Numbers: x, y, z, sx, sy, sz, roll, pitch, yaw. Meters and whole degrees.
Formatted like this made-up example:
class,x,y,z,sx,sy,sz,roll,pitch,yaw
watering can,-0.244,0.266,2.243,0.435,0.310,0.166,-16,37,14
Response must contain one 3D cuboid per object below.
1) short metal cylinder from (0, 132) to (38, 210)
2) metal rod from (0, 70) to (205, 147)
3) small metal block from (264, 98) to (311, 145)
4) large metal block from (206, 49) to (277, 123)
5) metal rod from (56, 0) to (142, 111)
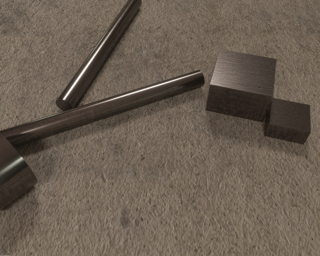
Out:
class,x,y,z,sx,sy,sz,roll,pitch,yaw
short metal cylinder,-0.178,0.043,0.329,0.080,0.080,0.050,34,58,25
metal rod,-0.076,-0.027,0.424,0.302,0.025,0.025,-19,53,-16
small metal block,0.170,-0.010,0.414,0.050,0.025,0.050,13,51,10
large metal block,0.115,-0.062,0.440,0.080,0.050,0.080,13,51,10
metal rod,-0.090,-0.141,0.520,0.025,0.025,0.300,13,51,10
